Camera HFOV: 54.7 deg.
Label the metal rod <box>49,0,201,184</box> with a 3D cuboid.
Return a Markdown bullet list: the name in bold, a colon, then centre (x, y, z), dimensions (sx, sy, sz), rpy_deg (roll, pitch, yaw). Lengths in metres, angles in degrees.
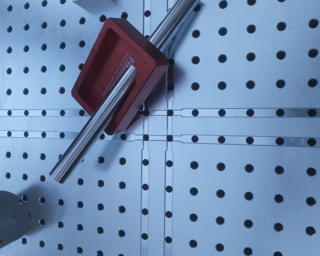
- **metal rod**: centre (-0.046, -0.054, 0.404), dimensions (0.025, 0.025, 0.299), rpy_deg (38, 93, 16)

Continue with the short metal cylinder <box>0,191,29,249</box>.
- **short metal cylinder**: centre (-0.250, 0.143, 0.472), dimensions (0.050, 0.080, 0.080), rpy_deg (-31, 80, 17)

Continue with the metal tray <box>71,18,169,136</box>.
- **metal tray**: centre (-0.057, -0.065, 0.408), dimensions (0.090, 0.030, 0.129), rpy_deg (46, 123, 14)

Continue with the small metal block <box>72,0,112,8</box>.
- **small metal block**: centre (-0.100, -0.208, 0.448), dimensions (0.050, 0.025, 0.050), rpy_deg (-5, 88, 20)
